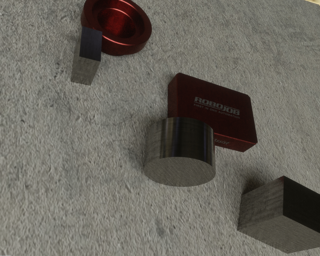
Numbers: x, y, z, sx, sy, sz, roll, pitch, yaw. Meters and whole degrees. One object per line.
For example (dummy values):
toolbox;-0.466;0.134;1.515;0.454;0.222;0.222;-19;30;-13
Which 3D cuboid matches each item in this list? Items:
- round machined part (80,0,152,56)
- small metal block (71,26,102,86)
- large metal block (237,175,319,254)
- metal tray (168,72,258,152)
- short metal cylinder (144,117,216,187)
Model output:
round machined part;-0.065;-0.143;0.445;0.099;0.042;0.098;14;56;-21
small metal block;-0.093;-0.090;0.393;0.025;0.050;0.050;10;57;-23
large metal block;0.156;0.111;0.385;0.080;0.080;0.050;27;52;-11
metal tray;0.076;-0.022;0.455;0.131;0.030;0.090;14;56;-20
short metal cylinder;0.024;0.030;0.363;0.081;0.080;0.050;17;55;-19
